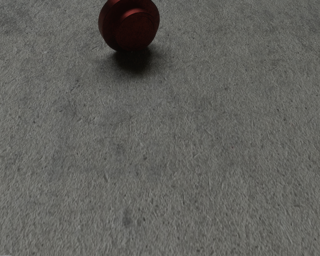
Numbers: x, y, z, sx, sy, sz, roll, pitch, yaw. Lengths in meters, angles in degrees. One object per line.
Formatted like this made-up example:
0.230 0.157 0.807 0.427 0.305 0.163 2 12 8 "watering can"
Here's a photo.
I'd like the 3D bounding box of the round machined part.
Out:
-0.044 -0.161 0.491 0.099 0.097 0.042 -20 53 -16 "round machined part"
